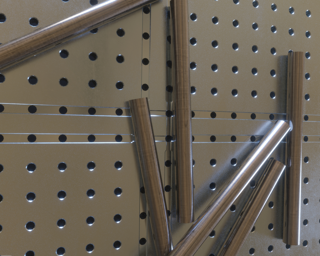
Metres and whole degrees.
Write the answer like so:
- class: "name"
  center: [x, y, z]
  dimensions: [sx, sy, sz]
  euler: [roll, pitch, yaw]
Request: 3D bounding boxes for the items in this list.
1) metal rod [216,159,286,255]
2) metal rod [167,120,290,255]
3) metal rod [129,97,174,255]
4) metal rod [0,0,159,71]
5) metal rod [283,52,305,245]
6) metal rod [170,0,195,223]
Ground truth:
- class: "metal rod"
  center: [0.102, 0.177, 0.449]
  dimensions: [0.025, 0.025, 0.300]
  euler: [37, 78, -16]
- class: "metal rod"
  center: [0.092, 0.097, 0.430]
  dimensions: [0.301, 0.025, 0.025]
  euler: [-45, 104, -20]
- class: "metal rod"
  center: [-0.003, 0.109, 0.411]
  dimensions: [0.025, 0.025, 0.298]
  euler: [-11, 94, -20]
- class: "metal rod"
  center: [-0.118, -0.115, 0.368]
  dimensions: [0.302, 0.025, 0.025]
  euler: [-31, 100, -17]
- class: "metal rod"
  center: [0.211, 0.031, 0.489]
  dimensions: [0.025, 0.025, 0.298]
  euler: [2, 89, -20]
- class: "metal rod"
  center: [0.030, -0.022, 0.423]
  dimensions: [0.025, 0.025, 0.298]
  euler: [-2, 91, -20]
